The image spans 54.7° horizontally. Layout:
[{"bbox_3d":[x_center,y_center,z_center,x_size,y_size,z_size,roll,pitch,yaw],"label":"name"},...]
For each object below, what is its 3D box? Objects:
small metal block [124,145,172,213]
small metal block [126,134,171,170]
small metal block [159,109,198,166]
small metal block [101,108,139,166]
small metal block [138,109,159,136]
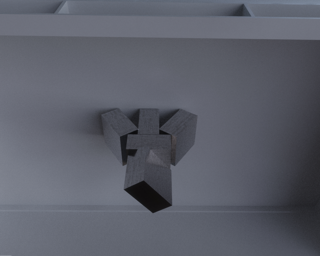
[{"bbox_3d":[-0.012,0.056,0.338,0.025,0.050,0.050,-28,125,22],"label":"small metal block"},{"bbox_3d":[-0.013,0.035,0.369,0.050,0.025,0.050,0,130,-1],"label":"small metal block"},{"bbox_3d":[0.023,0.012,0.398,0.025,0.050,0.050,24,135,25],"label":"small metal block"},{"bbox_3d":[-0.050,0.011,0.395,0.025,0.050,0.050,-23,136,-25],"label":"small metal block"},{"bbox_3d":[-0.014,0.010,0.398,0.025,0.050,0.050,1,130,-1],"label":"small metal block"}]
